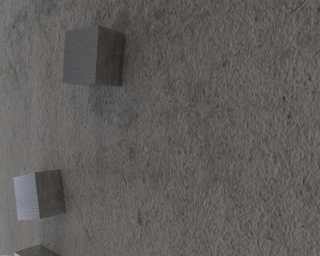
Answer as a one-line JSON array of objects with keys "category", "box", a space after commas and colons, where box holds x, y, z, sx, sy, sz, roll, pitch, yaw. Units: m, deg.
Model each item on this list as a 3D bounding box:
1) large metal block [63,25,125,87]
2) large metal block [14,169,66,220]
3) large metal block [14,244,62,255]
[{"category": "large metal block", "box": [-0.102, -0.106, 0.473, 0.080, 0.050, 0.079, 7, 95, 39]}, {"category": "large metal block", "box": [-0.224, 0.124, 0.574, 0.080, 0.050, 0.080, -16, 80, 39]}, {"category": "large metal block", "box": [-0.228, 0.275, 0.577, 0.080, 0.050, 0.079, 2, 91, 40]}]
